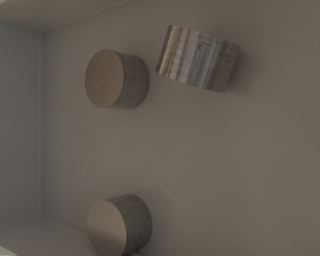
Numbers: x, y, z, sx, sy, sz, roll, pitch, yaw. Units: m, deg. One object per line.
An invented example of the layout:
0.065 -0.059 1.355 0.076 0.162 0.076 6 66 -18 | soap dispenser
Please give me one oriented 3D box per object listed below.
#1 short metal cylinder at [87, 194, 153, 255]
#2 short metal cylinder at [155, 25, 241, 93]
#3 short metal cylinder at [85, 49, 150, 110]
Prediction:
-0.057 0.137 0.436 0.080 0.050 0.079 0 90 39 | short metal cylinder
0.040 -0.074 0.336 0.080 0.081 0.050 27 107 36 | short metal cylinder
-0.061 -0.067 0.439 0.080 0.050 0.079 0 90 39 | short metal cylinder
